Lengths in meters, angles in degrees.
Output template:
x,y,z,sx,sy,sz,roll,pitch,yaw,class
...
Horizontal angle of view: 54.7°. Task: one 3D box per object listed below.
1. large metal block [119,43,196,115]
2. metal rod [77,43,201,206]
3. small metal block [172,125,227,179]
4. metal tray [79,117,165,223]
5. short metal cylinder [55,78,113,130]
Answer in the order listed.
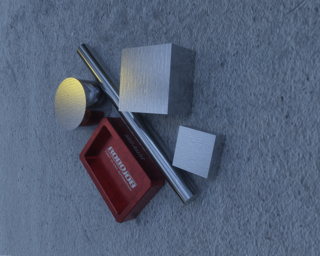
x,y,z,sx,sy,sz,roll,pitch,yaw,class
-0.004,-0.058,0.392,0.080,0.050,0.079,6,94,39,large metal block
-0.043,-0.021,0.439,0.025,0.025,0.300,-52,60,27,metal rod
0.046,0.027,0.367,0.050,0.025,0.050,17,101,38,small metal block
-0.060,0.058,0.450,0.130,0.030,0.090,52,120,27,metal tray
-0.121,-0.036,0.487,0.080,0.050,0.079,0,90,39,short metal cylinder
